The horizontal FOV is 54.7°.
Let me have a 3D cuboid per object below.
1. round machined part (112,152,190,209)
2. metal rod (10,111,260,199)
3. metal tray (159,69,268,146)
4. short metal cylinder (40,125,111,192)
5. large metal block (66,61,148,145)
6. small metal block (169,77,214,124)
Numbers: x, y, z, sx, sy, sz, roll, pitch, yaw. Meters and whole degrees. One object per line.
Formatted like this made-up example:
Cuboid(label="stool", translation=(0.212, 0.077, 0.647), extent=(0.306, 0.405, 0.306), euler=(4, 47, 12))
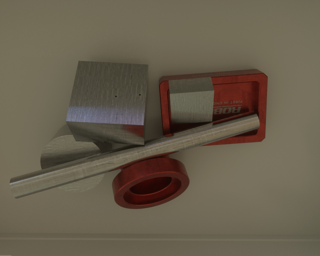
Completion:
Cuboid(label="round machined part", translation=(-0.014, 0.065, 0.407), extent=(0.099, 0.042, 0.097), euler=(-12, 145, -8))
Cuboid(label="metal rod", translation=(-0.024, 0.030, 0.376), extent=(0.302, 0.025, 0.025), euler=(-15, 110, -7))
Cuboid(label="metal tray", translation=(0.067, -0.024, 0.398), extent=(0.131, 0.030, 0.089), euler=(-4, 110, 1))
Cuboid(label="short metal cylinder", translation=(-0.108, 0.037, 0.408), extent=(0.081, 0.050, 0.079), euler=(0, 110, -1))
Cuboid(label="large metal block", translation=(-0.056, -0.029, 0.361), extent=(0.081, 0.080, 0.050), euler=(3, 152, -1))
Cuboid(label="small metal block", translation=(0.037, -0.032, 0.375), extent=(0.050, 0.025, 0.050), euler=(-4, 136, 1))
